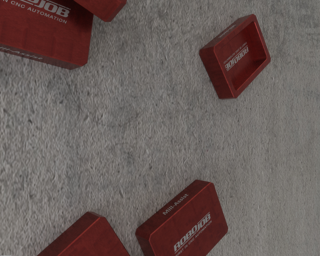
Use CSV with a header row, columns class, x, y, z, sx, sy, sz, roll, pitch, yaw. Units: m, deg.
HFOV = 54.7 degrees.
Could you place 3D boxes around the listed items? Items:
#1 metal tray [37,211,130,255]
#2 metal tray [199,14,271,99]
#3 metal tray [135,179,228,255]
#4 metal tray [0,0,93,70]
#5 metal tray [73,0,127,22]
class,x,y,z,sx,sy,sz,roll,pitch,yaw
metal tray,-0.072,0.171,0.341,0.091,0.030,0.129,-40,114,-33
metal tray,0.127,-0.117,0.506,0.131,0.030,0.090,-43,116,-31
metal tray,0.036,0.143,0.432,0.131,0.030,0.090,-31,110,-35
metal tray,-0.129,-0.115,0.292,0.131,0.030,0.090,10,84,-40
metal tray,-0.087,-0.172,0.295,0.131,0.030,0.090,29,49,-28
